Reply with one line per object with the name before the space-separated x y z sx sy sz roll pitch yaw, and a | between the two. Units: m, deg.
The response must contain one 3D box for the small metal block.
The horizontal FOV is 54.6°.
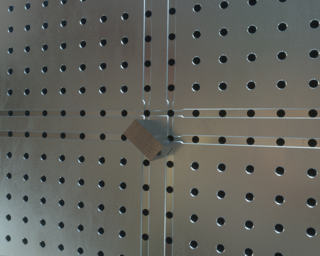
small metal block | -0.012 0.015 0.404 0.050 0.050 0.025 44 104 15
